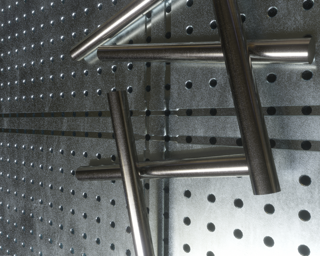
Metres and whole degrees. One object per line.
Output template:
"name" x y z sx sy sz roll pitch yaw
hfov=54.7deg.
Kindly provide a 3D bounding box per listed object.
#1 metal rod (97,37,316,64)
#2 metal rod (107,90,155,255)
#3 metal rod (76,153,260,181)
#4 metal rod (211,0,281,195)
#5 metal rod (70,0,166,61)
"metal rod" 0.027 -0.094 0.384 0.300 0.025 0.025 11 97 39
"metal rod" -0.031 0.100 0.406 0.025 0.025 0.298 -7 94 39
"metal rod" -0.014 0.057 0.418 0.300 0.025 0.025 -9 84 39
"metal rod" 0.075 -0.085 0.312 0.025 0.025 0.298 -17 80 38
"metal rod" -0.030 -0.167 0.431 0.299 0.025 0.025 -21 77 37
